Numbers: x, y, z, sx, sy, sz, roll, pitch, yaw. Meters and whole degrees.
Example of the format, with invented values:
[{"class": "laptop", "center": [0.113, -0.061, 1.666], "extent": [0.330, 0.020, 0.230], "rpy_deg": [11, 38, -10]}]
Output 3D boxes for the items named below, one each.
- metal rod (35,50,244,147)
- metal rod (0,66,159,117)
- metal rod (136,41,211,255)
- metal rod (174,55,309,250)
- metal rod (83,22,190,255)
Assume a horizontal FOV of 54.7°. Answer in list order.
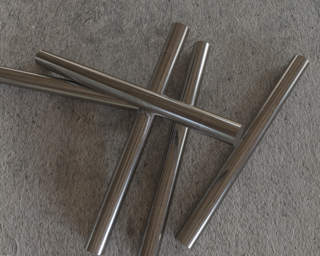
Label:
[{"class": "metal rod", "center": [-0.044, -0.046, 0.380], "extent": [0.300, 0.025, 0.025], "rpy_deg": [23, 71, 25]}, {"class": "metal rod", "center": [-0.139, -0.057, 0.427], "extent": [0.302, 0.025, 0.025], "rpy_deg": [12, 71, 4]}, {"class": "metal rod", "center": [0.022, 0.017, 0.401], "extent": [0.025, 0.025, 0.299], "rpy_deg": [14, 70, 5]}, {"class": "metal rod", "center": [0.114, 0.019, 0.401], "extent": [0.025, 0.025, 0.300], "rpy_deg": [34, 73, 11]}, {"class": "metal rod", "center": [-0.024, 0.004, 0.385], "extent": [0.025, 0.025, 0.299], "rpy_deg": [19, 79, 7]}]
